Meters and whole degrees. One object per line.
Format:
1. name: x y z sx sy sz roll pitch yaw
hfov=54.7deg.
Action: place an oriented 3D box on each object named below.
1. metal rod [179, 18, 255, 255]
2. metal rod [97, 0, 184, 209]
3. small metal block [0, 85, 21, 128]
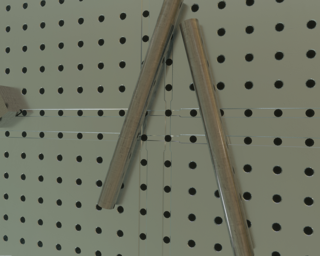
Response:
1. metal rod: 0.070 0.010 0.387 0.025 0.025 0.298 -14 85 19
2. metal rod: -0.029 -0.031 0.421 0.025 0.025 0.298 21 97 18
3. small metal block: -0.263 -0.034 0.503 0.050 0.025 0.050 -33 80 16
